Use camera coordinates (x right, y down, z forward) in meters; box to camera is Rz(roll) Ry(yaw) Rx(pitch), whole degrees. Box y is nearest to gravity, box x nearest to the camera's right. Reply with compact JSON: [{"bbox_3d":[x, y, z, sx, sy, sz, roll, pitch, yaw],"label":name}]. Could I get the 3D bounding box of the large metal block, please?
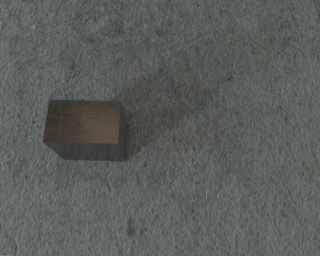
[{"bbox_3d":[-0.084,0.006,0.376,0.080,0.080,0.050,1,70,0],"label":"large metal block"}]
